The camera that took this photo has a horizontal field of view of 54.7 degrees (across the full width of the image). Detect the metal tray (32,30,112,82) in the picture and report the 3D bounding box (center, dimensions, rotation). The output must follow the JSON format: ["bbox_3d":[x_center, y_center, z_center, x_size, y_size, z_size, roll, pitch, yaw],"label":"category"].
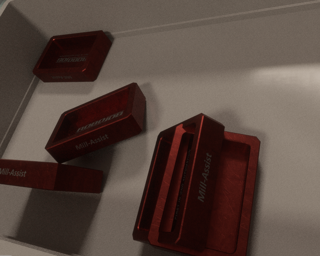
[{"bbox_3d":[-0.160,-0.128,0.562,0.130,0.030,0.090,4,63,29],"label":"metal tray"}]

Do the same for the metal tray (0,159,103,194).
[{"bbox_3d":[-0.152,0.062,0.400,0.130,0.090,0.030,0,77,28],"label":"metal tray"}]

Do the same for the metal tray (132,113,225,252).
[{"bbox_3d":[0.019,0.057,0.328,0.090,0.030,0.130,-26,44,55],"label":"metal tray"}]

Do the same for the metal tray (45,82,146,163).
[{"bbox_3d":[-0.087,-0.008,0.431,0.130,0.030,0.090,-21,33,15],"label":"metal tray"}]

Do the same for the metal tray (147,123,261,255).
[{"bbox_3d":[0.048,0.065,0.318,0.090,0.030,0.130,10,64,11],"label":"metal tray"}]
